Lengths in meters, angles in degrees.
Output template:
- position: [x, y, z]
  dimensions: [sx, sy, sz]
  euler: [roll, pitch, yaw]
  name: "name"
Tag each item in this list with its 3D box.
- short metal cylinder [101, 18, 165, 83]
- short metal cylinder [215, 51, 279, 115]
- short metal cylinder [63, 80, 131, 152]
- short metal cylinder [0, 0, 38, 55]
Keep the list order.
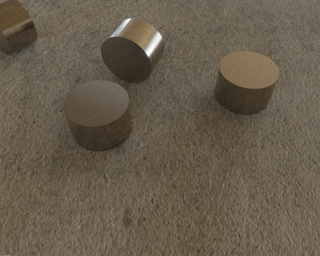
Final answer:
- position: [-0.040, -0.115, 0.464]
  dimensions: [0.080, 0.080, 0.050]
  euler: [17, 52, 14]
  name: "short metal cylinder"
- position: [0.122, -0.065, 0.442]
  dimensions: [0.080, 0.050, 0.080]
  euler: [0, 50, 0]
  name: "short metal cylinder"
- position: [-0.078, -0.016, 0.400]
  dimensions: [0.080, 0.050, 0.080]
  euler: [0, 50, 0]
  name: "short metal cylinder"
- position: [-0.248, -0.167, 0.506]
  dimensions: [0.080, 0.080, 0.050]
  euler: [34, 58, 25]
  name: "short metal cylinder"
